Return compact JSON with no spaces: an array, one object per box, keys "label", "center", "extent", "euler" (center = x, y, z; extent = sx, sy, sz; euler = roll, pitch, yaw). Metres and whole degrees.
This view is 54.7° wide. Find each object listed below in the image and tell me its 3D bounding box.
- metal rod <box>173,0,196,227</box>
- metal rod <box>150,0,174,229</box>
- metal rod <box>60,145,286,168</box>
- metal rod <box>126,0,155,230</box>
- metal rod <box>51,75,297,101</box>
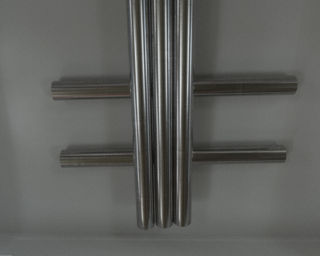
[{"label":"metal rod","center":[0.028,-0.010,0.379],"extent":[0.025,0.025,0.298],"euler":[-1,110,0]},{"label":"metal rod","center":[0.004,-0.008,0.379],"extent":[0.025,0.025,0.298],"euler":[-1,110,0]},{"label":"metal rod","center":[0.018,0.039,0.425],"extent":[0.302,0.025,0.025],"euler":[-1,110,0]},{"label":"metal rod","center":[-0.022,-0.006,0.380],"extent":[0.025,0.025,0.298],"euler":[-1,110,0]},{"label":"metal rod","center":[0.018,-0.051,0.392],"extent":[0.302,0.025,0.025],"euler":[-1,110,0]}]
